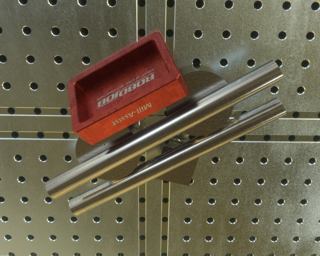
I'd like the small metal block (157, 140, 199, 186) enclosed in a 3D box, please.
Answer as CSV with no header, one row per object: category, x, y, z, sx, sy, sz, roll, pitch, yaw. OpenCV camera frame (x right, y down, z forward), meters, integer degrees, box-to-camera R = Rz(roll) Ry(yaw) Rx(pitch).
small metal block,0.022,0.048,0.430,0.050,0.025,0.050,14,109,-6

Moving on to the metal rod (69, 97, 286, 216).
metal rod,0.015,0.041,0.401,0.301,0.025,0.025,-27,108,9

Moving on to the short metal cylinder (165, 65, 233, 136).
short metal cylinder,0.047,-0.036,0.388,0.081,0.050,0.079,0,110,-1

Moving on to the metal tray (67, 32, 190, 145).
metal tray,-0.042,-0.047,0.359,0.130,0.090,0.030,-27,140,9

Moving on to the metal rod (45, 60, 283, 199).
metal rod,-0.003,0.007,0.361,0.301,0.025,0.025,-28,108,9

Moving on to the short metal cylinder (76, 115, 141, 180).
short metal cylinder,-0.064,0.021,0.407,0.081,0.050,0.079,0,110,-1
